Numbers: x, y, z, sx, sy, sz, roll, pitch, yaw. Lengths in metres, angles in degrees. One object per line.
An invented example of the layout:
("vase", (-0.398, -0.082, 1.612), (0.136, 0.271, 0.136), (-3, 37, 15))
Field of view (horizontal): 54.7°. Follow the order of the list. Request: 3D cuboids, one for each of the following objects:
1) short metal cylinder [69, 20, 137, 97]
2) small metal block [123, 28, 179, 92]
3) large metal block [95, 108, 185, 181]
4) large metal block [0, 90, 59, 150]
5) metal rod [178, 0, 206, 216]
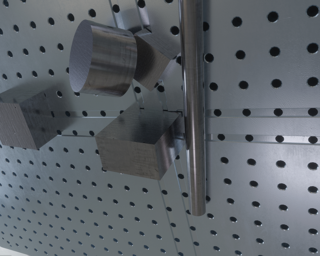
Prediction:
("short metal cylinder", (-0.068, -0.078, 0.356), (0.080, 0.050, 0.080), (-10, 77, 57))
("small metal block", (-0.014, -0.081, 0.369), (0.050, 0.025, 0.050), (38, 129, 2))
("large metal block", (-0.022, 0.017, 0.398), (0.080, 0.080, 0.050), (6, 121, 25))
("large metal block", (-0.224, -0.015, 0.504), (0.080, 0.050, 0.079), (4, 121, 26))
("metal rod", (0.043, -0.008, 0.383), (0.025, 0.025, 0.298), (9, 122, 23))
